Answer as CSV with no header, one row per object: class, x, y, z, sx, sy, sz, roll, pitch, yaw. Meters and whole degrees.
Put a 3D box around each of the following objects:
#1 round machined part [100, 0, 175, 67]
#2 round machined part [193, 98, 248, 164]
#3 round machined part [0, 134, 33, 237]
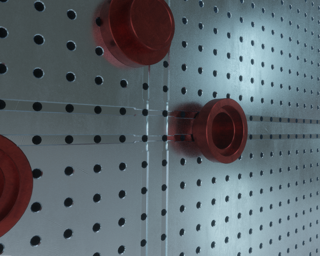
round machined part,-0.020,-0.127,0.383,0.099,0.042,0.097,0,90,-40
round machined part,0.088,0.004,0.475,0.099,0.042,0.097,0,90,-40
round machined part,-0.164,0.049,0.261,0.099,0.042,0.097,0,90,-40
